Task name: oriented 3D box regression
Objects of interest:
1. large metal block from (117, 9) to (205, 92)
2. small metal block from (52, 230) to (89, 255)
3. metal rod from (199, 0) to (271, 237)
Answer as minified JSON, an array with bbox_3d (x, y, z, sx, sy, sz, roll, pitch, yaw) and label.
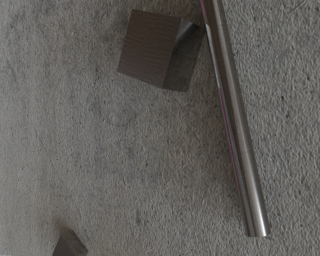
[{"bbox_3d":[0.000,-0.096,0.387,0.080,0.050,0.079,26,106,36],"label":"large metal block"},{"bbox_3d":[-0.154,0.214,0.529,0.050,0.025,0.050,39,113,33],"label":"small metal block"},{"bbox_3d":[0.077,-0.036,0.340,0.025,0.025,0.298,-16,80,38],"label":"metal rod"}]
